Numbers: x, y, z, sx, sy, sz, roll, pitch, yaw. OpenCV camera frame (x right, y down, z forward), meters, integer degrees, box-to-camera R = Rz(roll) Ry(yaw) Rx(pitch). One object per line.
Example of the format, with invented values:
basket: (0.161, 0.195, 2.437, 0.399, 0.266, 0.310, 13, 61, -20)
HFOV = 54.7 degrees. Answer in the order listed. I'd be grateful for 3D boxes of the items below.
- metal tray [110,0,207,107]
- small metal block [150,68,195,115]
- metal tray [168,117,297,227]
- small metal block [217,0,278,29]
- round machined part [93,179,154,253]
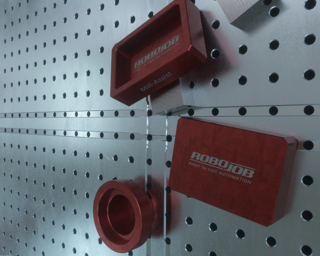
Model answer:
metal tray: (-0.008, -0.093, 0.389, 0.130, 0.030, 0.090, -26, 54, 34)
small metal block: (0.014, -0.047, 0.398, 0.050, 0.025, 0.050, -15, 81, 39)
metal tray: (0.074, 0.042, 0.345, 0.130, 0.030, 0.089, 14, 99, 39)
small metal block: (0.091, -0.145, 0.334, 0.050, 0.025, 0.050, -35, 69, 34)
round machined part: (-0.047, 0.120, 0.438, 0.098, 0.042, 0.097, 0, 90, 40)
